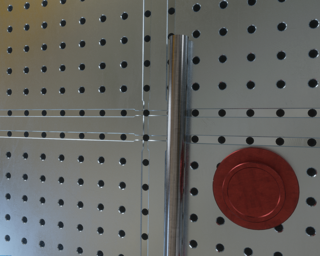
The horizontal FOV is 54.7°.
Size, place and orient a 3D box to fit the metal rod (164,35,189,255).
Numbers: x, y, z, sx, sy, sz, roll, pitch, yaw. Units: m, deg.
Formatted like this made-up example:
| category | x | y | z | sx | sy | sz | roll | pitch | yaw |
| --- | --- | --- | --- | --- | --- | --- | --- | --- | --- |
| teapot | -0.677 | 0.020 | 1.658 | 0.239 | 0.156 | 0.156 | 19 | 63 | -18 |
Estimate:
| category | x | y | z | sx | sy | sz | roll | pitch | yaw |
| --- | --- | --- | --- | --- | --- | --- | --- | --- | --- |
| metal rod | 0.021 | 0.031 | 0.405 | 0.025 | 0.025 | 0.298 | 2 | 91 | 20 |

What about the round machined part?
| category | x | y | z | sx | sy | sz | roll | pitch | yaw |
| --- | --- | --- | --- | --- | --- | --- | --- | --- | --- |
| round machined part | 0.111 | 0.072 | 0.364 | 0.098 | 0.042 | 0.097 | 0 | 90 | 20 |
